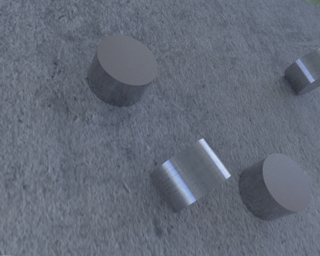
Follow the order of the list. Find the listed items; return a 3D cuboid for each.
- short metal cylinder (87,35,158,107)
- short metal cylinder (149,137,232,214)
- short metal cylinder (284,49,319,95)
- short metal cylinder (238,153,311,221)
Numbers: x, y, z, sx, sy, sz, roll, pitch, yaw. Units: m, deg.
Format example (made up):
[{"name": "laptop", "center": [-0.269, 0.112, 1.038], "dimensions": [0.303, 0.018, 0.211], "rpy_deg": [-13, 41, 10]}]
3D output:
[{"name": "short metal cylinder", "center": [-0.050, -0.075, 0.408], "dimensions": [0.081, 0.050, 0.080], "rpy_deg": [14, 56, -21]}, {"name": "short metal cylinder", "center": [0.035, 0.054, 0.356], "dimensions": [0.081, 0.080, 0.050], "rpy_deg": [-26, 76, -37]}, {"name": "short metal cylinder", "center": [0.288, -0.106, 0.592], "dimensions": [0.081, 0.080, 0.050], "rpy_deg": [-15, 70, -34]}, {"name": "short metal cylinder", "center": [0.156, 0.081, 0.425], "dimensions": [0.081, 0.050, 0.080], "rpy_deg": [14, 56, -21]}]
